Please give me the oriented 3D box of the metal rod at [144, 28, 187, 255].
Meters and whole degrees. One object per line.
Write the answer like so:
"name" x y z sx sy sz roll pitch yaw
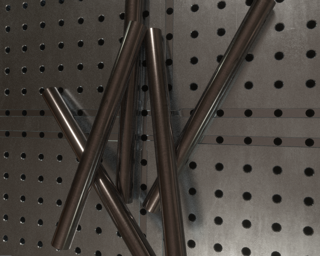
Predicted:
"metal rod" 0.005 0.017 0.386 0.025 0.025 0.298 -10 78 19

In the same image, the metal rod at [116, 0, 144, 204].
"metal rod" -0.042 -0.047 0.426 0.025 0.025 0.298 4 91 19

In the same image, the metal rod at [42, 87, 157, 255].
"metal rod" -0.086 0.062 0.420 0.025 0.025 0.299 -41 70 15

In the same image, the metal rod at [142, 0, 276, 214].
"metal rod" 0.057 -0.023 0.392 0.025 0.025 0.298 31 100 17

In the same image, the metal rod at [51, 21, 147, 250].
"metal rod" -0.077 0.008 0.397 0.025 0.025 0.299 19 89 18
